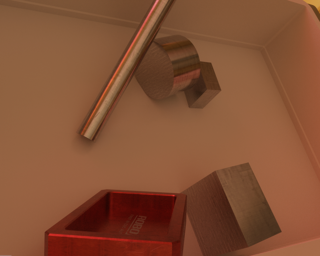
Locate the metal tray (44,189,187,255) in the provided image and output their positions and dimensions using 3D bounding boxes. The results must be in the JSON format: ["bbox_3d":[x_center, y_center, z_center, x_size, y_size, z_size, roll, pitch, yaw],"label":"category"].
[{"bbox_3d":[-0.025,0.083,0.261,0.090,0.130,0.030,2,92,7],"label":"metal tray"}]

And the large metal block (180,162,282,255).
[{"bbox_3d":[0.076,0.095,0.355,0.050,0.080,0.080,-8,66,-32],"label":"large metal block"}]

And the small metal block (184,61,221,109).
[{"bbox_3d":[0.060,-0.064,0.463,0.025,0.050,0.050,0,62,-29],"label":"small metal block"}]

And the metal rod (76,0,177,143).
[{"bbox_3d":[-0.017,-0.119,0.386,0.025,0.025,0.299,30,78,-10],"label":"metal rod"}]

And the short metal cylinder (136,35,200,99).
[{"bbox_3d":[0.009,-0.085,0.428,0.050,0.080,0.080,-24,75,-37],"label":"short metal cylinder"}]
